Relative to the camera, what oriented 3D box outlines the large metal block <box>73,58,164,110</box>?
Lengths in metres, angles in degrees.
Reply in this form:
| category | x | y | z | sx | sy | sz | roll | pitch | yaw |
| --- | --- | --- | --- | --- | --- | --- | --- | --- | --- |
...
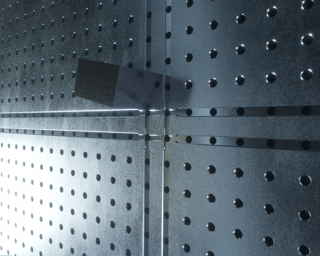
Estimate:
| category | x | y | z | sx | sy | sz | roll | pitch | yaw |
| --- | --- | --- | --- | --- | --- | --- | --- | --- | --- |
| large metal block | -0.055 | -0.058 | 0.417 | 0.080 | 0.081 | 0.050 | 19 | 102 | 38 |
